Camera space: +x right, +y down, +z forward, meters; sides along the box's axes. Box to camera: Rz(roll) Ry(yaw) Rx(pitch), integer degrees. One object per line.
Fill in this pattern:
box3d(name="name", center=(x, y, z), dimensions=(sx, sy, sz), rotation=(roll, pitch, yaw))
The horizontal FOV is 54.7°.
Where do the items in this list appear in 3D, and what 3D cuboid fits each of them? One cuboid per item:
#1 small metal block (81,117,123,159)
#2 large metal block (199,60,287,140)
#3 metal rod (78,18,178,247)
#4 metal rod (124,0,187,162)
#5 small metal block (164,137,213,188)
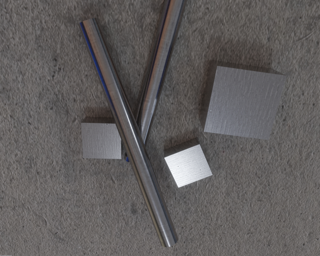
box3d(name="small metal block", center=(-0.076, 0.013, 0.414), dimensions=(0.050, 0.025, 0.050), rotation=(2, 110, -1))
box3d(name="large metal block", center=(0.098, -0.036, 0.385), dimensions=(0.081, 0.050, 0.079), rotation=(7, 110, -3))
box3d(name="metal rod", center=(-0.035, 0.015, 0.388), dimensions=(0.025, 0.025, 0.298), rotation=(-18, 102, 6))
box3d(name="metal rod", center=(0.002, -0.092, 0.376), dimensions=(0.025, 0.025, 0.298), rotation=(14, 109, -6))
box3d(name="small metal block", center=(0.039, 0.047, 0.428), dimensions=(0.050, 0.025, 0.050), rotation=(-22, 109, 7))
